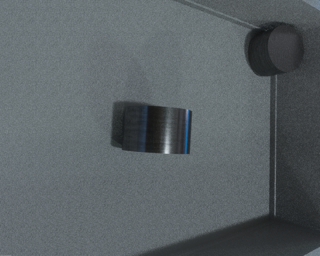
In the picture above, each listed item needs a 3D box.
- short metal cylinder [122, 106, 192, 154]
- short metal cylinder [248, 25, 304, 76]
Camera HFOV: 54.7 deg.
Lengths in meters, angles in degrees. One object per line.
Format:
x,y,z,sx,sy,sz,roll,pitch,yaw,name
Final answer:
-0.003,0.003,0.368,0.081,0.080,0.050,5,87,-40,short metal cylinder
0.204,-0.135,0.547,0.081,0.050,0.080,0,90,-24,short metal cylinder
